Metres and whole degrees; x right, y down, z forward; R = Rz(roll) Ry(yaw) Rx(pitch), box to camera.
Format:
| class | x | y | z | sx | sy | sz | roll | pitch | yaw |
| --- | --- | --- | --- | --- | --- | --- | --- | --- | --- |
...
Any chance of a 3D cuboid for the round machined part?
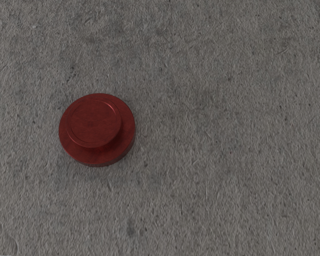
| class | x | y | z | sx | sy | sz | roll | pitch | yaw |
| --- | --- | --- | --- | --- | --- | --- | --- | --- | --- |
| round machined part | -0.082 | -0.002 | 0.399 | 0.099 | 0.042 | 0.098 | 0 | 70 | 0 |
